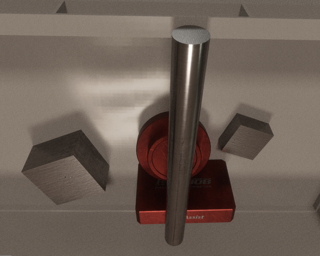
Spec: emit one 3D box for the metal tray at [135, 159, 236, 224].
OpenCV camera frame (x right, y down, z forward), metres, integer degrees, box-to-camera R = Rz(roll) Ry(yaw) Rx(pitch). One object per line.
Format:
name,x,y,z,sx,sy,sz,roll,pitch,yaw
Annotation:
metal tray,0.034,0.089,0.442,0.131,0.090,0.030,-1,130,0

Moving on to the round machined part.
round machined part,0.018,0.030,0.407,0.099,0.042,0.097,0,113,-1

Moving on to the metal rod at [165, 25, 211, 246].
metal rod,0.020,0.043,0.308,0.025,0.025,0.298,0,136,-1

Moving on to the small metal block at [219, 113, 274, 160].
small metal block,0.116,0.013,0.422,0.050,0.025,0.050,17,128,-15

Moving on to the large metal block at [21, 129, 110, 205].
large metal block,-0.130,0.058,0.440,0.080,0.050,0.080,-18,128,14
